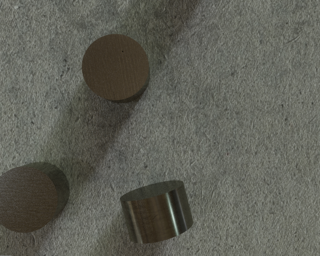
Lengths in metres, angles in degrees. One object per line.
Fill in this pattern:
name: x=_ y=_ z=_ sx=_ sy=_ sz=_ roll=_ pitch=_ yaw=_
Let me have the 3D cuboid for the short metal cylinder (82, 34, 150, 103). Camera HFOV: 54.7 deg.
short metal cylinder: x=-0.054 y=-0.073 z=0.397 sx=0.081 sy=0.050 sz=0.080 roll=0 pitch=90 yaw=0

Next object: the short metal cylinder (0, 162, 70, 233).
short metal cylinder: x=-0.163 y=0.086 z=0.396 sx=0.081 sy=0.050 sz=0.080 roll=0 pitch=90 yaw=0

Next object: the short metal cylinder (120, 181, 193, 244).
short metal cylinder: x=-0.004 y=0.101 z=0.382 sx=0.080 sy=0.080 sz=0.050 roll=-14 pitch=90 yaw=0
